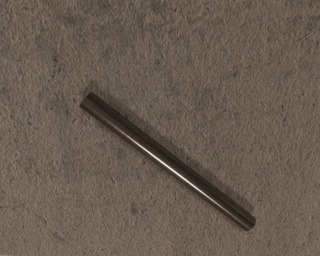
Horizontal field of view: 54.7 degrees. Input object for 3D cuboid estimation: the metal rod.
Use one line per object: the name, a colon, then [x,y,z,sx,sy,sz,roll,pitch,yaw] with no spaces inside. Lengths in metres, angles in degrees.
metal rod: [0.019,0.053,0.429,0.301,0.025,0.025,38,105,-13]
